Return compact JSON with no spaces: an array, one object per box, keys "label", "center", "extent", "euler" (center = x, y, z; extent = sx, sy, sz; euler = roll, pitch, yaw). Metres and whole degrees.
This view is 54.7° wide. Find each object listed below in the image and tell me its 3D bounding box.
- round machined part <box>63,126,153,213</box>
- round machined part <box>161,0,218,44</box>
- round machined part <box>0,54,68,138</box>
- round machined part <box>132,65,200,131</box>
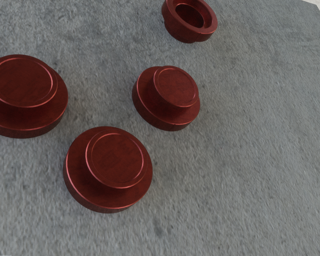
[{"label":"round machined part","center":[-0.053,0.040,0.341],"extent":[0.099,0.042,0.098],"euler":[14,56,-21]},{"label":"round machined part","center":[0.046,-0.185,0.533],"extent":[0.099,0.042,0.098],"euler":[14,56,-21]},{"label":"round machined part","center":[-0.150,-0.041,0.337],"extent":[0.099,0.042,0.098],"euler":[14,56,-21]},{"label":"round machined part","center":[0.014,-0.048,0.431],"extent":[0.099,0.042,0.098],"euler":[14,56,-21]}]
